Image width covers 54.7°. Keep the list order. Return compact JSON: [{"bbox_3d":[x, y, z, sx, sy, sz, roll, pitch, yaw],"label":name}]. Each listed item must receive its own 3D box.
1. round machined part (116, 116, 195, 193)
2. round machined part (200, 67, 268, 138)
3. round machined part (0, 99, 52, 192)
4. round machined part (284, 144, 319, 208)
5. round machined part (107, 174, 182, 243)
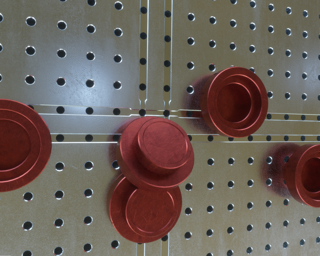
[{"bbox_3d":[-0.001,0.026,0.382,0.099,0.042,0.098,12,56,-19],"label":"round machined part"},{"bbox_3d":[0.101,-0.035,0.442,0.099,0.042,0.097,0,90,-20],"label":"round machined part"},{"bbox_3d":[-0.172,0.018,0.340,0.099,0.042,0.097,0,90,-21],"label":"round machined part"},{"bbox_3d":[0.239,0.074,0.494,0.099,0.042,0.097,0,90,-21],"label":"round machined part"},{"bbox_3d":[-0.016,0.100,0.399,0.099,0.042,0.097,0,90,-21],"label":"round machined part"}]
